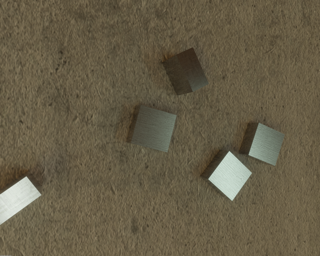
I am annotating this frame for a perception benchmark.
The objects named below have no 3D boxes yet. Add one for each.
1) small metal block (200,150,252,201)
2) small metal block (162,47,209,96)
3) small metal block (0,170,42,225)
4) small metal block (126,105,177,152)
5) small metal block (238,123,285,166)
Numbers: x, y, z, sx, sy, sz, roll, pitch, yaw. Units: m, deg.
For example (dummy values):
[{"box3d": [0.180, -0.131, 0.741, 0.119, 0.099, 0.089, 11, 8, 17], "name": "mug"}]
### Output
[{"box3d": [0.095, 0.067, 0.444, 0.050, 0.025, 0.050, 43, 76, -15], "name": "small metal block"}, {"box3d": [0.032, -0.073, 0.407, 0.025, 0.050, 0.050, -28, 100, -18], "name": "small metal block"}, {"box3d": [-0.159, 0.074, 0.337, 0.050, 0.050, 0.025, -37, 102, -16], "name": "small metal block"}, {"box3d": [-0.011, 0.001, 0.405, 0.050, 0.025, 0.050, 16, 85, -20], "name": "small metal block"}, {"box3d": [0.153, 0.024, 0.465, 0.050, 0.025, 0.050, 22, 83, -19], "name": "small metal block"}]
